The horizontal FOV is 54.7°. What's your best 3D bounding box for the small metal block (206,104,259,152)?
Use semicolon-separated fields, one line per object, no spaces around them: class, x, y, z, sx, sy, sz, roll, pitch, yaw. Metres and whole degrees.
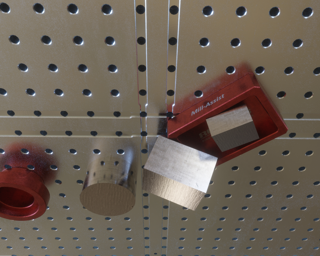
small metal block;0.091;0.001;0.385;0.050;0.025;0.050;-22;147;14

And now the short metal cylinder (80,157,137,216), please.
short metal cylinder;-0.076;0.090;0.471;0.081;0.050;0.079;0;130;0

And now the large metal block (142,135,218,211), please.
large metal block;0.023;0.063;0.418;0.080;0.050;0.080;21;151;7

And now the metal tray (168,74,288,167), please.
metal tray;0.086;-0.002;0.407;0.130;0.030;0.090;-30;124;23

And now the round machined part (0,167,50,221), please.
round machined part;-0.222;0.099;0.483;0.099;0.042;0.097;0;130;0
